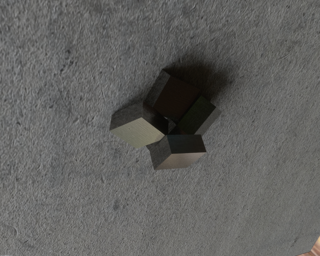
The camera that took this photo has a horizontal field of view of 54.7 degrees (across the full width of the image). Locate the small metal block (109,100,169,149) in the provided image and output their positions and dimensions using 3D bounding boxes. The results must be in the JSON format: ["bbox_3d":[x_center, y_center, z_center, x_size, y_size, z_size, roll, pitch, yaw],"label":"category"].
[{"bbox_3d":[-0.025,-0.003,0.380,0.050,0.025,0.050,-21,139,31],"label":"small metal block"}]

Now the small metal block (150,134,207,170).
[{"bbox_3d":[0.022,0.031,0.394,0.050,0.025,0.050,0,151,-29],"label":"small metal block"}]

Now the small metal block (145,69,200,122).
[{"bbox_3d":[0.014,-0.040,0.393,0.050,0.025,0.050,19,108,-36],"label":"small metal block"}]

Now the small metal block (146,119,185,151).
[{"bbox_3d":[0.015,0.020,0.431,0.050,0.025,0.050,-48,129,5],"label":"small metal block"}]

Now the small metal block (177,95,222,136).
[{"bbox_3d":[0.054,-0.013,0.418,0.050,0.025,0.050,-52,162,8],"label":"small metal block"}]
